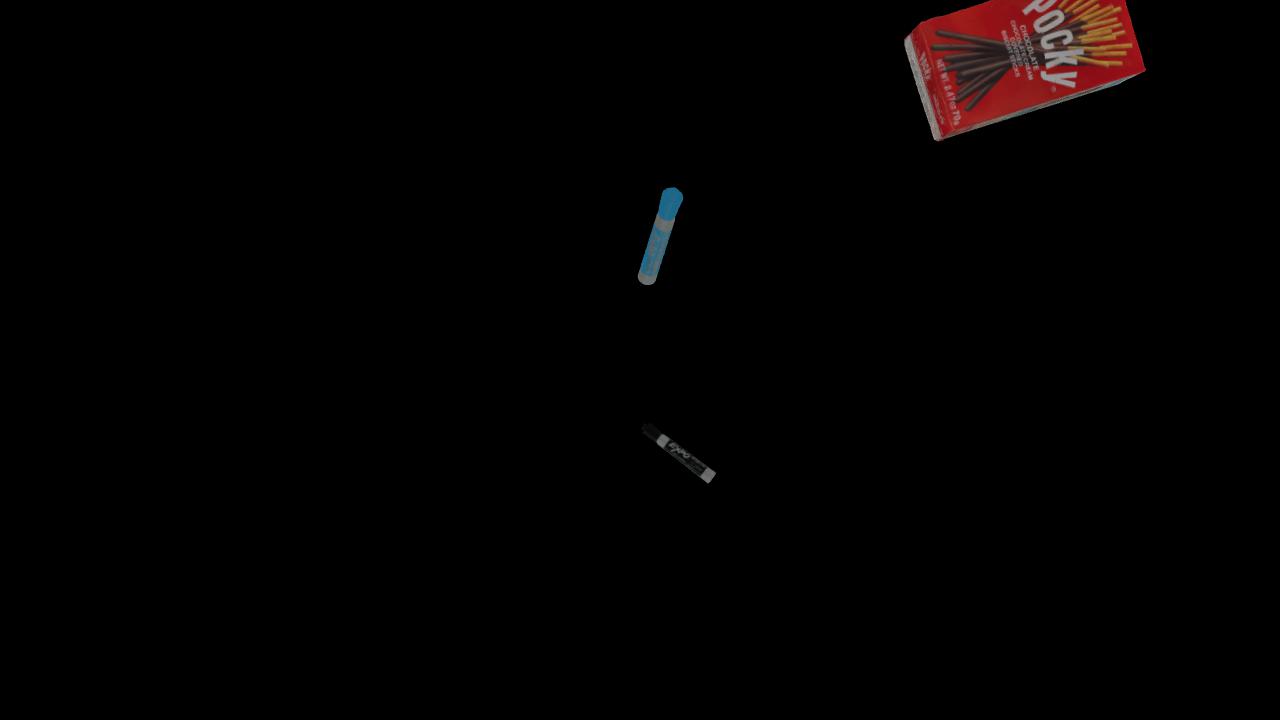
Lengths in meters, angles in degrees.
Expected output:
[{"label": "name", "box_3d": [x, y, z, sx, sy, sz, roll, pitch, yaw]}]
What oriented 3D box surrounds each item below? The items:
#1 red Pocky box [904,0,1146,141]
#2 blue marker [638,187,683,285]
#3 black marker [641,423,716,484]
[{"label": "red Pocky box", "box_3d": [0.279, -0.223, 0.448, 0.155, 0.083, 0.028, -18, 0, -3]}, {"label": "blue marker", "box_3d": [0.018, -0.113, 0.570, 0.020, 0.020, 0.121, 0, -30, -12]}, {"label": "black marker", "box_3d": [0.052, 0.128, 0.860, 0.121, 0.020, 0.020, 36, 7, 10]}]
